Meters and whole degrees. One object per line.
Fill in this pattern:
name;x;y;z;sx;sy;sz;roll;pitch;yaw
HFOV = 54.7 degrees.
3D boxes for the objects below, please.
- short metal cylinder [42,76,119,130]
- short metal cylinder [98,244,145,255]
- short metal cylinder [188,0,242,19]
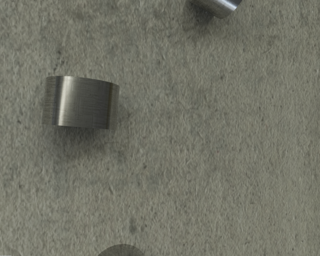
short metal cylinder;-0.088;-0.026;0.348;0.081;0.080;0.050;5;89;-20
short metal cylinder;-0.045;0.192;0.380;0.081;0.050;0.079;0;90;-21
short metal cylinder;0.079;-0.193;0.410;0.050;0.080;0.080;23;83;-19
